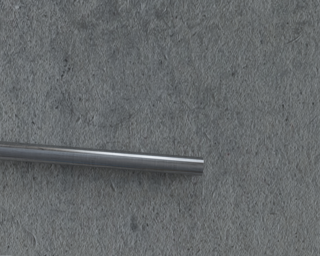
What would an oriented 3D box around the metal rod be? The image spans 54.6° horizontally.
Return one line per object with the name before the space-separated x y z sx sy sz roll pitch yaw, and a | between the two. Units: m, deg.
metal rod | -0.094 0.039 0.409 0.302 0.025 0.025 5 90 0
